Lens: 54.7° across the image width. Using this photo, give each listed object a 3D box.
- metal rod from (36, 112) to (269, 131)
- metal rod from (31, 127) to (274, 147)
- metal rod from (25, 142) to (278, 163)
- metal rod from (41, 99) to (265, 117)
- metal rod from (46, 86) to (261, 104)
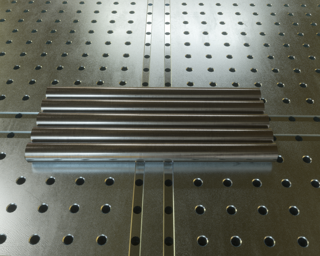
[{"bbox_3d":[-0.009,-0.008,0.414,0.302,0.025,0.025,0,50,0],"label":"metal rod"},{"bbox_3d":[-0.009,0.012,0.397,0.302,0.025,0.025,0,50,0],"label":"metal rod"},{"bbox_3d":[-0.009,0.030,0.382,0.302,0.025,0.025,0,50,-1],"label":"metal rod"},{"bbox_3d":[-0.009,-0.027,0.430,0.302,0.025,0.025,0,50,0],"label":"metal rod"},{"bbox_3d":[-0.009,-0.047,0.447,0.302,0.025,0.025,0,50,0],"label":"metal rod"}]
